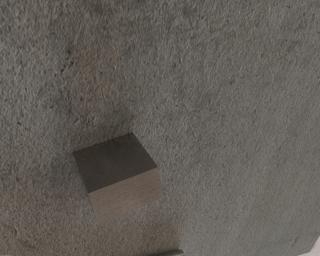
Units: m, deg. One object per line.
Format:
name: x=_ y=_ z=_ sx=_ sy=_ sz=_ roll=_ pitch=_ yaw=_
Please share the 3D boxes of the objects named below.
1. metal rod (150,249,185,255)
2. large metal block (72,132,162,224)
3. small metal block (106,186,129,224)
metal rod: x=-0.092 y=0.239 z=0.506 sx=0.303 sy=0.025 sz=0.025 roll=0 pitch=118 yaw=-29
large metal block: x=-0.053 y=0.057 z=0.379 sx=0.081 sy=0.080 sz=0.050 roll=-19 pitch=126 yaw=-18
small metal block: x=-0.061 y=0.090 z=0.414 sx=0.050 sy=0.050 sz=0.025 roll=-34 pitch=129 yaw=-6
